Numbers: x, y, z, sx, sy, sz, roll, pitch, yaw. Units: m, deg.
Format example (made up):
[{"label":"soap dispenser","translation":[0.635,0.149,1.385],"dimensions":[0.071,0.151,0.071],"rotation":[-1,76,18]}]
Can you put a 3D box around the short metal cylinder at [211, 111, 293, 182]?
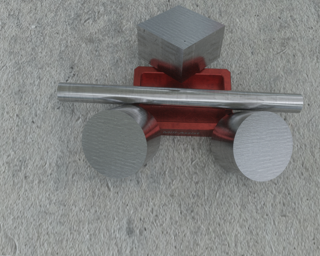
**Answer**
[{"label":"short metal cylinder","translation":[0.109,0.020,0.372],"dimensions":[0.081,0.050,0.079],"rotation":[-1,93,-19]}]

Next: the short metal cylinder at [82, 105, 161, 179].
[{"label":"short metal cylinder","translation":[-0.045,0.014,0.371],"dimensions":[0.080,0.050,0.079],"rotation":[3,102,17]}]

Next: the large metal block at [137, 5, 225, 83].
[{"label":"large metal block","translation":[0.027,-0.115,0.415],"dimensions":[0.080,0.050,0.080],"rotation":[36,56,28]}]

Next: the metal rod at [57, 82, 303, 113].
[{"label":"metal rod","translation":[0.024,-0.038,0.392],"dimensions":[0.302,0.025,0.025],"rotation":[3,70,1]}]

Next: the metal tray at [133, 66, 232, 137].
[{"label":"metal tray","translation":[0.029,-0.036,0.420],"dimensions":[0.131,0.030,0.090],"rotation":[2,70,0]}]
